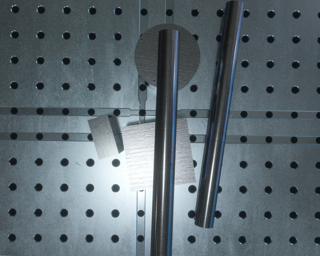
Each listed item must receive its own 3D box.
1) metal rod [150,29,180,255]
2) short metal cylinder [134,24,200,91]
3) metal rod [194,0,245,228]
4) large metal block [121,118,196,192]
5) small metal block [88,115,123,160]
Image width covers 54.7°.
[{"bbox_3d":[0.005,0.037,0.363,0.025,0.025,0.298,2,90,-1],"label":"metal rod"},{"bbox_3d":[0.009,-0.087,0.401,0.081,0.050,0.079,0,90,-1],"label":"short metal cylinder"},{"bbox_3d":[0.080,-0.018,0.414,0.025,0.025,0.298,8,90,-1],"label":"metal rod"},{"bbox_3d":[-0.002,0.032,0.401,0.081,0.050,0.080,-8,90,-1],"label":"large metal block"},{"bbox_3d":[-0.069,0.011,0.400,0.025,0.050,0.050,-16,90,0],"label":"small metal block"}]
